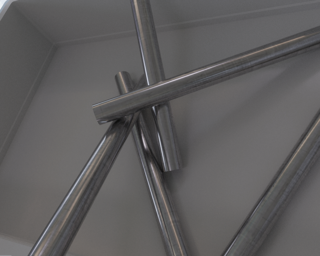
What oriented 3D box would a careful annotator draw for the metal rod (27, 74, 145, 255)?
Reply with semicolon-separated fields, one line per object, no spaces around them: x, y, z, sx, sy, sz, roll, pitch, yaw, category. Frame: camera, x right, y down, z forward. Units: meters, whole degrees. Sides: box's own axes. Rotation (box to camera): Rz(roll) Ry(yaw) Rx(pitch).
-0.053;0.017;0.344;0.025;0.025;0.301;-10;32;23;metal rod

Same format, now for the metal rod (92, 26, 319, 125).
0.069;-0.065;0.360;0.302;0.025;0.025;-20;53;-3;metal rod

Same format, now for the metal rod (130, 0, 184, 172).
-0.012;-0.095;0.390;0.025;0.025;0.298;-14;81;20;metal rod

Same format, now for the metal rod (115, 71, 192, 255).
-0.017;0.033;0.394;0.025;0.025;0.299;-28;52;10;metal rod

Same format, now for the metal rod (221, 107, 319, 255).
0.145;0.028;0.312;0.025;0.025;0.300;30;78;38;metal rod
